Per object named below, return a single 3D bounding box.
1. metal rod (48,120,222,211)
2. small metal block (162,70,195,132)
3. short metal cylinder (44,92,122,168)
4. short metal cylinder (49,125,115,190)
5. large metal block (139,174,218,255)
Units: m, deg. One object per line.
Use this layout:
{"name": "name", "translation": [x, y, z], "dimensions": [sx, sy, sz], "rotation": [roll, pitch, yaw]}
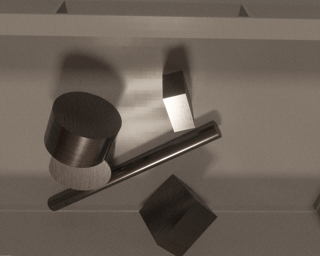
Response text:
{"name": "metal rod", "translation": [-0.050, 0.064, 0.462], "dimensions": [0.300, 0.025, 0.025], "rotation": [-26, 126, 20]}
{"name": "small metal block", "translation": [0.022, -0.032, 0.366], "dimensions": [0.025, 0.050, 0.050], "rotation": [-13, 129, 10]}
{"name": "short metal cylinder", "translation": [-0.093, 0.001, 0.373], "dimensions": [0.081, 0.080, 0.050], "rotation": [18, 128, -16]}
{"name": "short metal cylinder", "translation": [-0.105, 0.041, 0.426], "dimensions": [0.081, 0.050, 0.079], "rotation": [0, 130, 0]}
{"name": "large metal block", "translation": [0.025, 0.129, 0.465], "dimensions": [0.080, 0.080, 0.050], "rotation": [-48, 120, 0]}
